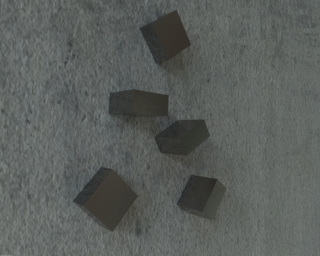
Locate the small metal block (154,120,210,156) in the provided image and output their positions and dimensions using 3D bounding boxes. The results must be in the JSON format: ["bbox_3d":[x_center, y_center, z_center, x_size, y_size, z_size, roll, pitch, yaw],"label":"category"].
[{"bbox_3d":[0.030,0.012,0.415,0.050,0.050,0.025,-36,112,-35],"label":"small metal block"}]

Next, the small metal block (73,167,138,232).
[{"bbox_3d":[-0.061,0.081,0.355,0.050,0.025,0.050,-53,121,-27],"label":"small metal block"}]

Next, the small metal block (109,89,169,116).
[{"bbox_3d":[-0.026,-0.028,0.369,0.050,0.050,0.025,5,87,-40],"label":"small metal block"}]

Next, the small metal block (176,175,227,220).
[{"bbox_3d":[0.059,0.097,0.441,0.025,0.050,0.050,45,63,-31],"label":"small metal block"}]

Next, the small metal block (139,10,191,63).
[{"bbox_3d":[0.008,-0.122,0.413,0.050,0.025,0.050,-40,115,-33],"label":"small metal block"}]
